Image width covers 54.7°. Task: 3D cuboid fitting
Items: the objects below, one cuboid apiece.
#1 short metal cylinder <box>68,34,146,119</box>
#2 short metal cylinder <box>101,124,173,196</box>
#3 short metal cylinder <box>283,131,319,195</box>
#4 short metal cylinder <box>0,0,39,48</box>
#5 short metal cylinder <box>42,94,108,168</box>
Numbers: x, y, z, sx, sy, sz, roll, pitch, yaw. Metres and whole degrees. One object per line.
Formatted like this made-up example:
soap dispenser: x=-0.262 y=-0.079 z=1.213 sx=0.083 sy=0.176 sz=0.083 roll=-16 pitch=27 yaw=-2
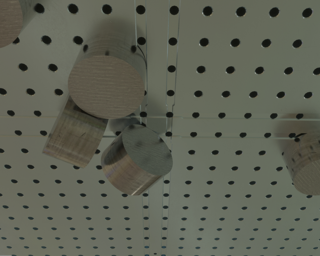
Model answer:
short metal cylinder: x=-0.056 y=-0.057 z=0.346 sx=0.081 sy=0.050 sz=0.079 roll=0 pitch=130 yaw=0
short metal cylinder: x=-0.030 y=0.042 z=0.411 sx=0.080 sy=0.080 sz=0.050 roll=30 pitch=124 yaw=-23
short metal cylinder: x=0.224 y=0.051 z=0.441 sx=0.081 sy=0.050 sz=0.079 roll=0 pitch=130 yaw=0
short metal cylinder: x=-0.162 y=-0.122 z=0.290 sx=0.081 sy=0.050 sz=0.079 roll=0 pitch=130 yaw=0
short metal cylinder: x=-0.102 y=0.003 z=0.377 sx=0.050 sy=0.080 sz=0.080 roll=25 pitch=126 yaw=-20
